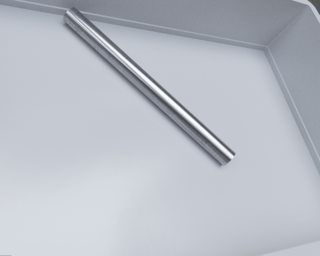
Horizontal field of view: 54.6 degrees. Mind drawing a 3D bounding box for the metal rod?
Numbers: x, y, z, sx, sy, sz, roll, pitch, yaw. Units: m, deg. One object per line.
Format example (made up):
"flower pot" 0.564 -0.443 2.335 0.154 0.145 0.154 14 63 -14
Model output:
"metal rod" -0.015 -0.058 0.431 0.300 0.025 0.025 42 51 1
